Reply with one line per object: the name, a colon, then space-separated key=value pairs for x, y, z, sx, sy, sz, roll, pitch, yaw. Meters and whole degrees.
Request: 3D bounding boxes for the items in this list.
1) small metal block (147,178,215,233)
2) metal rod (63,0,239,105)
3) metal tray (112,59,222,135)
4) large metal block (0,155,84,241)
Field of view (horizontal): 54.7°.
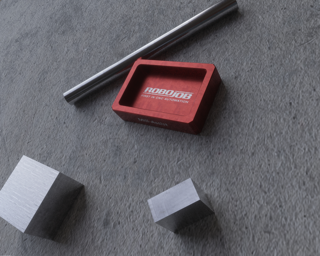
small metal block: x=0.023 y=0.082 z=0.324 sx=0.050 sy=0.050 sz=0.025 roll=-30 pitch=52 yaw=9
metal rod: x=-0.020 y=-0.118 z=0.484 sx=0.301 sy=0.025 sz=0.025 roll=-28 pitch=52 yaw=10
metal tray: x=0.007 y=-0.047 z=0.424 sx=0.130 sy=0.030 sz=0.090 roll=12 pitch=67 yaw=32
large metal block: x=-0.164 y=0.092 z=0.416 sx=0.080 sy=0.050 sz=0.080 roll=15 pitch=69 yaw=33
